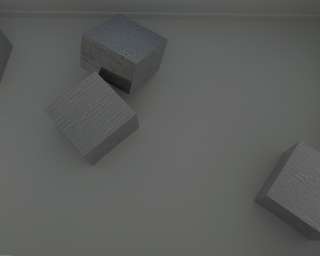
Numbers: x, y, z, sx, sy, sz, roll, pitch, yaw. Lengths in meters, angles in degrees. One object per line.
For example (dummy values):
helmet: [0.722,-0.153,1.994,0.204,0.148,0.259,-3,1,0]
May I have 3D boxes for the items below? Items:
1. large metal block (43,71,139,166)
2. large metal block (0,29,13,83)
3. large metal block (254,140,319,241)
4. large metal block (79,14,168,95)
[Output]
large metal block: [-0.085,-0.012,0.400,0.080,0.050,0.080,-41,75,-13]
large metal block: [-0.251,-0.103,0.416,0.050,0.080,0.080,7,70,2]
large metal block: [0.174,0.075,0.370,0.080,0.050,0.080,35,74,12]
large metal block: [-0.048,-0.101,0.417,0.080,0.050,0.080,31,46,10]
